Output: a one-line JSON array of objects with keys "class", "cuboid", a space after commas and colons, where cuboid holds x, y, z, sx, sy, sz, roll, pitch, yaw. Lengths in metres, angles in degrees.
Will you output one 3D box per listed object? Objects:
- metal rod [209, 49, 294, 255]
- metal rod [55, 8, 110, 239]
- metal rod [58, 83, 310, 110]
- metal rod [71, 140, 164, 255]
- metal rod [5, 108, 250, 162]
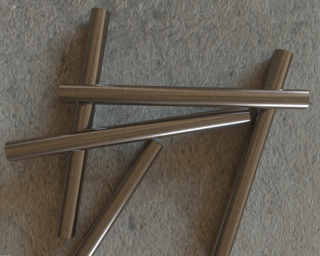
[{"class": "metal rod", "cuboid": [0.119, 0.042, 0.411, 0.025, 0.025, 0.298, 18, 90, -1]}, {"class": "metal rod", "cuboid": [-0.101, -0.006, 0.408, 0.025, 0.025, 0.298, 9, 90, -1]}, {"class": "metal rod", "cuboid": [0.030, -0.039, 0.384, 0.302, 0.025, 0.025, 1, 90, -1]}, {"class": "metal rod", "cuboid": [-0.087, 0.144, 0.408, 0.025, 0.025, 0.299, 33, 90, -1]}, {"class": "metal rod", "cuboid": [-0.033, 0.006, 0.392, 0.302, 0.025, 0.025, -9, 90, -8]}]
